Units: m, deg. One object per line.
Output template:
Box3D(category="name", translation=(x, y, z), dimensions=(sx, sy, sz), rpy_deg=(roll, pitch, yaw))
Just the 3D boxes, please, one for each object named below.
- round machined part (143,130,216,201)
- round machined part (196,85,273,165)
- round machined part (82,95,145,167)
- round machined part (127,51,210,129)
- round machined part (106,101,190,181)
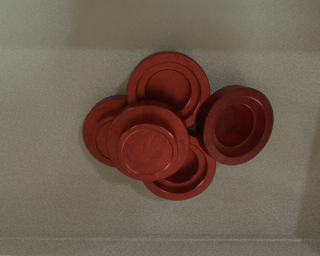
Box3D(category="round machined part", translation=(0.023, 0.045, 0.417), dimensions=(0.099, 0.042, 0.097), rpy_deg=(0, 110, -1))
Box3D(category="round machined part", translation=(0.088, -0.006, 0.388), dimensions=(0.099, 0.042, 0.097), rpy_deg=(-7, 109, -20))
Box3D(category="round machined part", translation=(-0.051, 0.009, 0.401), dimensions=(0.099, 0.042, 0.097), rpy_deg=(0, 110, -1))
Box3D(category="round machined part", translation=(0.010, -0.046, 0.384), dimensions=(0.099, 0.042, 0.097), rpy_deg=(0, 110, -1))
Box3D(category="round machined part", translation=(-0.014, 0.020, 0.361), dimensions=(0.099, 0.042, 0.097), rpy_deg=(0, 110, -1))
